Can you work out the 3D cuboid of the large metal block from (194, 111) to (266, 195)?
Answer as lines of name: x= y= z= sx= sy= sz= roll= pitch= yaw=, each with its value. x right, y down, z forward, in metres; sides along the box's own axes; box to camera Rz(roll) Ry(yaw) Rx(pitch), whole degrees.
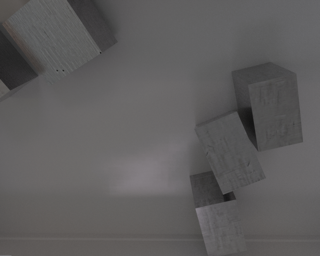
large metal block: x=0.082 y=0.026 z=0.381 sx=0.050 sy=0.080 sz=0.080 roll=-24 pitch=90 yaw=8

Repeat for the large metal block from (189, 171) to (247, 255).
large metal block: x=0.077 y=0.114 z=0.424 sx=0.050 sy=0.080 sz=0.080 roll=-14 pitch=110 yaw=5

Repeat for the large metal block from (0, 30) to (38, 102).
large metal block: x=-0.200 y=-0.071 z=0.354 sx=0.050 sy=0.080 sz=0.080 roll=-33 pitch=107 yaw=11

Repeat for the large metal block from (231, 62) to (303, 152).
large metal block: x=0.126 y=-0.028 z=0.372 sx=0.050 sy=0.080 sz=0.080 roll=-13 pitch=110 yaw=5

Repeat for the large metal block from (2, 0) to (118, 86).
large metal block: x=-0.109 y=-0.106 z=0.348 sx=0.080 sy=0.050 sz=0.080 roll=-25 pitch=109 yaw=24
